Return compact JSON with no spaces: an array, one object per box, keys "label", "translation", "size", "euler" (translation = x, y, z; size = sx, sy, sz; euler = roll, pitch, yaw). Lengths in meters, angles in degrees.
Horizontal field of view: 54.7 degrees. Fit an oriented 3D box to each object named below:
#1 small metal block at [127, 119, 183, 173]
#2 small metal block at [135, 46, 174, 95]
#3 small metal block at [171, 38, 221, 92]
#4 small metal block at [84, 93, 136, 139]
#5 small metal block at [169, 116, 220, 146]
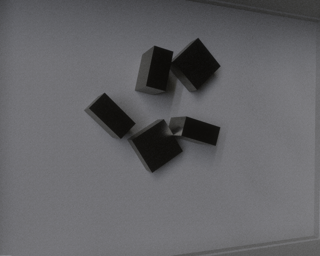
[{"label":"small metal block","translation":[-0.007,0.023,0.408],"size":[0.050,0.025,0.050],"euler":[-34,101,-17]},{"label":"small metal block","translation":[-0.009,-0.071,0.394],"size":[0.025,0.050,0.050],"euler":[13,86,-20]},{"label":"small metal block","translation":[0.046,-0.086,0.427],"size":[0.050,0.025,0.050],"euler":[-46,104,-14]},{"label":"small metal block","translation":[-0.062,-0.014,0.374],"size":[0.050,0.050,0.025],"euler":[46,76,-15]},{"label":"small metal block","translation":[0.043,0.004,0.413],"size":[0.050,0.050,0.025],"euler":[17,84,-20]}]
